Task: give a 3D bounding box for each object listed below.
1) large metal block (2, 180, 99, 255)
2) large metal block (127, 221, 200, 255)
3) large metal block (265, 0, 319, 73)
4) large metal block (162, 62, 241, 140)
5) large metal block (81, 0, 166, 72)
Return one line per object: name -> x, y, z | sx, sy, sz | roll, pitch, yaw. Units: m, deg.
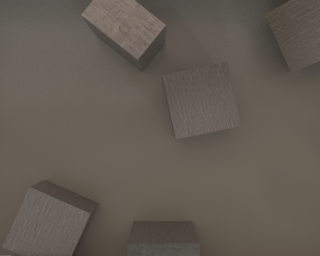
large metal block -> -0.137, 0.123, 0.398 | 0.080, 0.050, 0.080 | 24, 90, 0
large metal block -> 0.004, 0.153, 0.384 | 0.081, 0.080, 0.050 | 0, 90, 0
large metal block -> 0.189, -0.124, 0.382 | 0.080, 0.050, 0.080 | -24, 91, 33
large metal block -> 0.050, -0.033, 0.399 | 0.080, 0.050, 0.080 | -12, 90, 0
large metal block -> -0.040, -0.120, 0.383 | 0.080, 0.080, 0.050 | 38, 90, 0
